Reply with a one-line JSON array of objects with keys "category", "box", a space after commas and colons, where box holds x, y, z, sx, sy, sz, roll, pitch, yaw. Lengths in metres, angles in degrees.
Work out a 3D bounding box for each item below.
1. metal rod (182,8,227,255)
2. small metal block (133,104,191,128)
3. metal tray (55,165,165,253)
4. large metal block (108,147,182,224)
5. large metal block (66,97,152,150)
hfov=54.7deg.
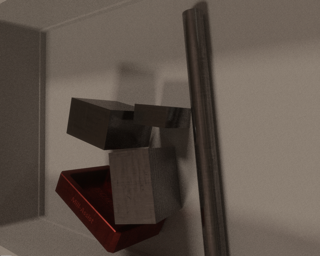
[{"category": "metal rod", "box": [0.052, 0.010, 0.362, 0.025, 0.025, 0.298, -8, 85, 39]}, {"category": "small metal block", "box": [0.003, -0.015, 0.386, 0.050, 0.050, 0.025, 8, 96, 39]}, {"category": "metal tray", "box": [-0.067, 0.101, 0.417, 0.130, 0.091, 0.030, 34, 111, 34]}, {"category": "large metal block", "box": [-0.015, 0.066, 0.375, 0.050, 0.080, 0.080, -9, 85, 23]}, {"category": "large metal block", "box": [-0.067, -0.007, 0.424, 0.080, 0.081, 0.050, 18, 102, 38]}]
